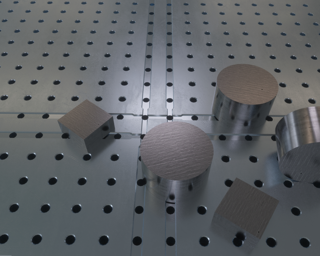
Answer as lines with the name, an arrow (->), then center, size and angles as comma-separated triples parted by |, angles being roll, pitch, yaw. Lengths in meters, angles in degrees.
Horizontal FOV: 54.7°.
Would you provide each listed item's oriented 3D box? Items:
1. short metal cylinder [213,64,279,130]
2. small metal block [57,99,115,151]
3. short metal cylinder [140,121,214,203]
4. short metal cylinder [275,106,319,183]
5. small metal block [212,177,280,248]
short metal cylinder -> 0.116, -0.044, 0.429 | 0.081, 0.050, 0.080 | 0, 50, 0
small metal block -> -0.097, -0.005, 0.411 | 0.050, 0.025, 0.050 | 32, 57, 24
short metal cylinder -> 0.019, 0.039, 0.359 | 0.081, 0.050, 0.080 | 0, 50, 0
short metal cylinder -> 0.177, 0.021, 0.356 | 0.080, 0.080, 0.050 | 7, 51, 5
small metal block -> 0.091, 0.090, 0.333 | 0.050, 0.025, 0.050 | 28, 55, 21
